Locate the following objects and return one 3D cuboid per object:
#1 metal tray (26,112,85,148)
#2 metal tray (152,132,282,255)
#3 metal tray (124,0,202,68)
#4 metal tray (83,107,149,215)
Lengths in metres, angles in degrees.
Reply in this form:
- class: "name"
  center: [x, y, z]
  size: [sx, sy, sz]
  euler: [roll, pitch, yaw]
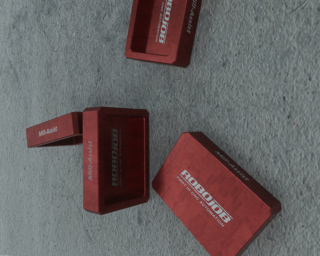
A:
- class: "metal tray"
  center: [-0.128, 0.005, 0.468]
  size: [0.130, 0.091, 0.030]
  euler: [-13, 82, 39]
- class: "metal tray"
  center: [0.057, 0.076, 0.355]
  size: [0.130, 0.030, 0.089]
  euler: [45, 117, 31]
- class: "metal tray"
  center: [0.005, -0.148, 0.397]
  size: [0.090, 0.030, 0.129]
  euler: [18, 101, 38]
- class: "metal tray"
  center: [-0.055, 0.039, 0.408]
  size: [0.030, 0.091, 0.129]
  euler: [-1, 90, 40]
